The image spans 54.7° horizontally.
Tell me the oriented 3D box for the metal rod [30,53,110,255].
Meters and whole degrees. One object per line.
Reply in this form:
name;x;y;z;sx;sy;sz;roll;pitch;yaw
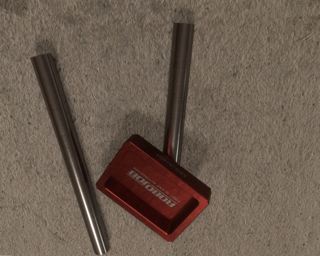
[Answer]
metal rod;-0.117;0.049;0.426;0.025;0.025;0.298;-10;110;3

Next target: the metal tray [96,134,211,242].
metal tray;-0.009;0.081;0.414;0.130;0.030;0.090;37;114;1

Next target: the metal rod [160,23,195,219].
metal rod;0.018;0.016;0.416;0.025;0.025;0.298;4;110;-2
